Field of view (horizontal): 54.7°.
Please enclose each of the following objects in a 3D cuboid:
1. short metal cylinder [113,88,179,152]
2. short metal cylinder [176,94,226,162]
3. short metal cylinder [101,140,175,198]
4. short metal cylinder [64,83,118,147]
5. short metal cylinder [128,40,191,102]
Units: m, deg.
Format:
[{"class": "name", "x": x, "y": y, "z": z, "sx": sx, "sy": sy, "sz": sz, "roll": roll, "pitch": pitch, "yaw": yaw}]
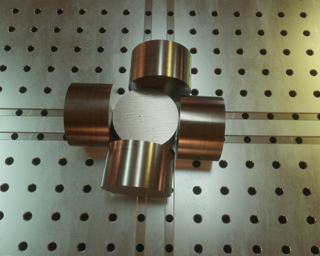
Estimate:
[{"class": "short metal cylinder", "x": -0.018, "y": -0.005, "z": 0.400, "sx": 0.081, "sy": 0.050, "sz": 0.080, "roll": 1, "pitch": 70, "yaw": -1}, {"class": "short metal cylinder", "x": 0.048, "y": 0.000, "z": 0.383, "sx": 0.050, "sy": 0.080, "sz": 0.080, "roll": 4, "pitch": 70, "yaw": 1}, {"class": "short metal cylinder", "x": -0.025, "y": 0.050, "z": 0.363, "sx": 0.080, "sy": 0.080, "sz": 0.050, "roll": 6, "pitch": 70, "yaw": 2}, {"class": "short metal cylinder", "x": -0.083, "y": -0.016, "z": 0.387, "sx": 0.050, "sy": 0.080, "sz": 0.080, "roll": 2, "pitch": 70, "yaw": 0}, {"class": "short metal cylinder", "x": 0.001, "y": -0.071, "z": 0.408, "sx": 0.080, "sy": 0.080, "sz": 0.050, "roll": 3, "pitch": 70, "yaw": 1}]
